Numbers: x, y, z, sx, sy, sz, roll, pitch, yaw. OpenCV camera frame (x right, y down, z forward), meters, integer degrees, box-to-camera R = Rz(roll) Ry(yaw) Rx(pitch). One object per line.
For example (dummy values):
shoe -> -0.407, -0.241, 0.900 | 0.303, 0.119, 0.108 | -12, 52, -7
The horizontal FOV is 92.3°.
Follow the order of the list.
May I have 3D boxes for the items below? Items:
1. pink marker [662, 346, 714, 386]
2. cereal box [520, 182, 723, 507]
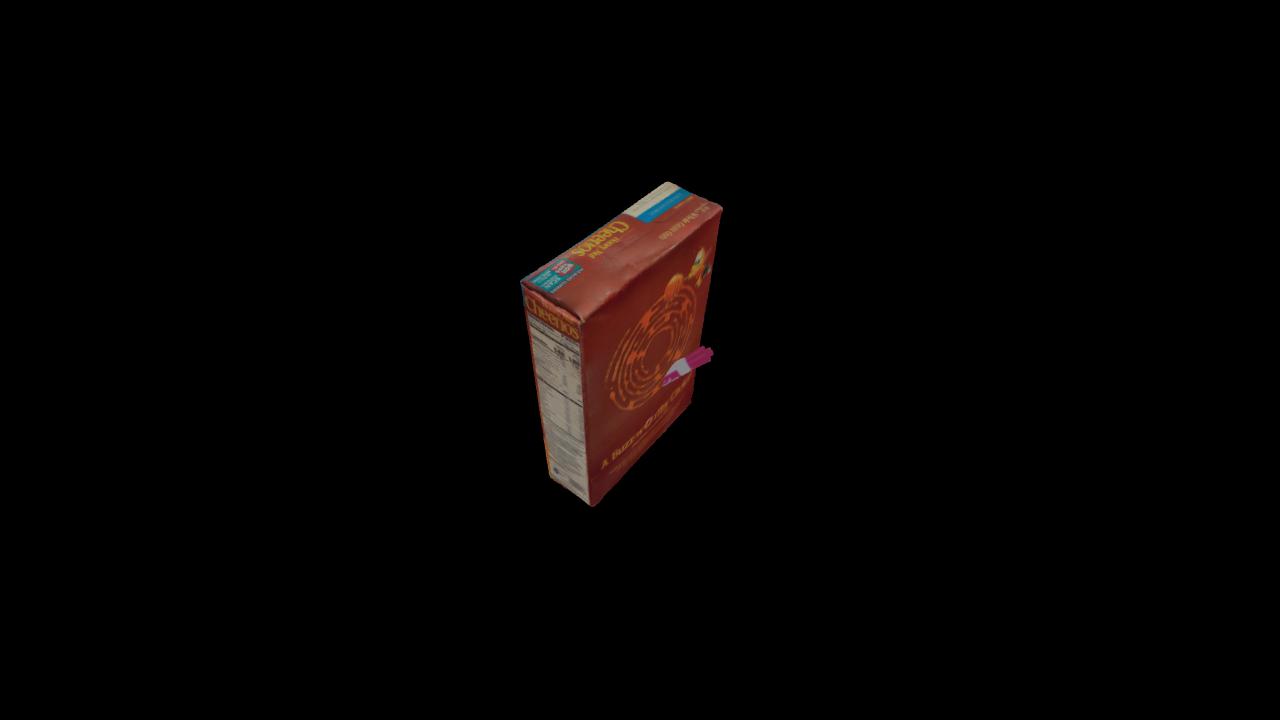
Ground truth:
pink marker -> 0.025, 0.019, 0.666 | 0.121, 0.020, 0.020 | -29, -8, 15
cereal box -> -0.015, -0.006, 0.646 | 0.081, 0.306, 0.203 | 31, 54, 23
